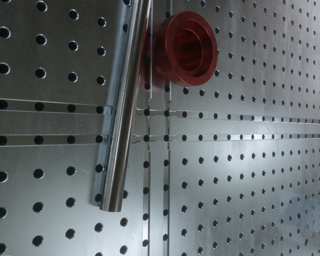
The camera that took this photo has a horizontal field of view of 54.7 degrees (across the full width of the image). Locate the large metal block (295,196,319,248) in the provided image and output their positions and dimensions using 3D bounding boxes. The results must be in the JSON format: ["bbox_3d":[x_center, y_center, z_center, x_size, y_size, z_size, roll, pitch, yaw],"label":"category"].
[{"bbox_3d":[0.353,0.211,0.689,0.080,0.050,0.080,50,61,-29],"label":"large metal block"}]

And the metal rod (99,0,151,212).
[{"bbox_3d":[-0.038,-0.052,0.376,0.025,0.025,0.298,13,82,-39],"label":"metal rod"}]

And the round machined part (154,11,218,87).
[{"bbox_3d":[0.031,-0.105,0.424,0.099,0.042,0.097,0,90,-40],"label":"round machined part"}]
